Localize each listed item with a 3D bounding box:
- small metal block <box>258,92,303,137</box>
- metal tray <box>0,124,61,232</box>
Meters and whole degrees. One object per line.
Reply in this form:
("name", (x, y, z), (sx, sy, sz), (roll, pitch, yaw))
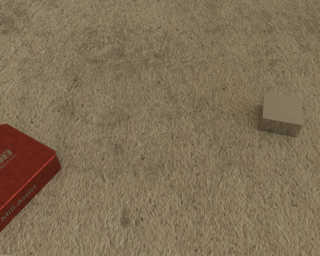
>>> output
("small metal block", (0.163, -0.019, 0.421), (0.050, 0.025, 0.050), (11, 51, 9))
("metal tray", (-0.190, 0.062, 0.346), (0.090, 0.030, 0.130), (25, 54, 19))
